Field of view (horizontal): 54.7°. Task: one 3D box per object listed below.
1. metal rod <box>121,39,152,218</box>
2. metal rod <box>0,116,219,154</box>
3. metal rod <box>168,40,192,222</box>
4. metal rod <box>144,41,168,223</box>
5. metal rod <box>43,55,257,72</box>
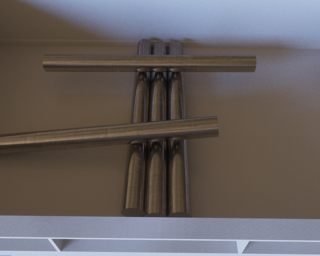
[{"bbox_3d":[-0.027,-0.025,0.425,0.025,0.025,0.300,1,50,0],"label":"metal rod"},{"bbox_3d":[-0.083,0.011,0.370,0.302,0.025,0.025,-5,50,5],"label":"metal rod"},{"bbox_3d":[0.023,-0.021,0.421,0.025,0.025,0.300,1,50,1],"label":"metal rod"},{"bbox_3d":[-0.002,-0.020,0.421,0.025,0.025,0.300,1,50,1],"label":"metal rod"},{"bbox_3d":[-0.015,-0.094,0.449,0.302,0.025,0.025,0,50,0],"label":"metal rod"}]
